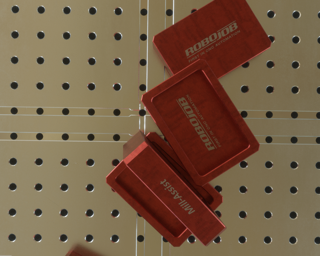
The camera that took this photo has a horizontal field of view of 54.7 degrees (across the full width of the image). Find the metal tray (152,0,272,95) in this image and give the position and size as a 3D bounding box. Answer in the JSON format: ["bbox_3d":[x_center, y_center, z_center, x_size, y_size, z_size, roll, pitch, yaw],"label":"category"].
[{"bbox_3d":[0.067,-0.111,0.412,0.130,0.030,0.090,-31,90,-1],"label":"metal tray"}]

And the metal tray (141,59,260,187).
[{"bbox_3d":[0.048,-0.006,0.380,0.090,0.030,0.130,-33,91,-1],"label":"metal tray"}]

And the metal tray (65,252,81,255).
[{"bbox_3d":[-0.086,0.236,0.409,0.131,0.030,0.090,26,90,-1],"label":"metal tray"}]

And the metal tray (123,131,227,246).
[{"bbox_3d":[0.012,0.065,0.358,0.030,0.090,0.130,-43,100,0],"label":"metal tray"}]

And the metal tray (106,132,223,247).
[{"bbox_3d":[0.006,0.079,0.410,0.130,0.030,0.090,44,90,-1],"label":"metal tray"}]
